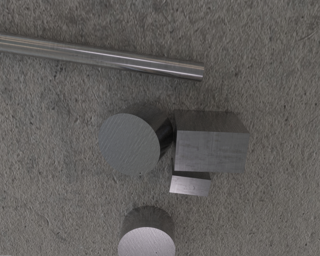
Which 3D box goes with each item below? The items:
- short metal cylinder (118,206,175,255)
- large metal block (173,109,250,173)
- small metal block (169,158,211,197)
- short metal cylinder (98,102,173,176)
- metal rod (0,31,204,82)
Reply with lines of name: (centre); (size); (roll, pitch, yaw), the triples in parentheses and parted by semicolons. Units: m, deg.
short metal cylinder: (-0.019, 0.163, 0.456); (0.081, 0.050, 0.079); (0, 110, 0)
large metal block: (0.058, 0.014, 0.386); (0.081, 0.080, 0.050); (2, 110, -1)
small metal block: (0.039, 0.066, 0.421); (0.050, 0.050, 0.025); (8, 110, -3)
short metal cylinder: (-0.029, 0.013, 0.388); (0.080, 0.050, 0.079); (7, 111, 19)
metal rod: (-0.097, -0.090, 0.375); (0.302, 0.025, 0.025); (8, 110, -3)
